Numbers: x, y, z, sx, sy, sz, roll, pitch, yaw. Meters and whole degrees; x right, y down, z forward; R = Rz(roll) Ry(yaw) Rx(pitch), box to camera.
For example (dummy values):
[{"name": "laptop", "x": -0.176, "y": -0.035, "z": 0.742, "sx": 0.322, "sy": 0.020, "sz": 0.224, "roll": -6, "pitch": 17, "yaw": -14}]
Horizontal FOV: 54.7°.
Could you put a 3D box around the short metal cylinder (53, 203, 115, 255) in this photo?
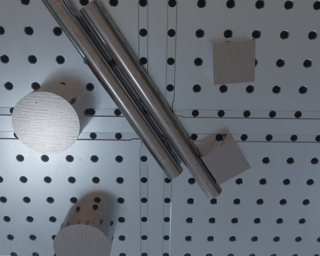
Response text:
[{"name": "short metal cylinder", "x": -0.109, "y": 0.159, "z": 0.458, "sx": 0.081, "sy": 0.050, "sz": 0.079, "roll": 0, "pitch": 110, "yaw": 0}]

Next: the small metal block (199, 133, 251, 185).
[{"name": "small metal block", "x": 0.090, "y": 0.043, "z": 0.430, "sx": 0.050, "sy": 0.025, "sz": 0.050, "roll": -31, "pitch": 107, "yaw": 11}]

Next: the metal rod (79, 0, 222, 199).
[{"name": "metal rod", "x": -0.002, "y": -0.025, "z": 0.404, "sx": 0.025, "sy": 0.025, "sz": 0.299, "roll": -31, "pitch": 108, "yaw": 11}]

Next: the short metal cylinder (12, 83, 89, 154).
[{"name": "short metal cylinder", "x": -0.136, "y": -0.013, "z": 0.394, "sx": 0.081, "sy": 0.050, "sz": 0.079, "roll": 0, "pitch": 110, "yaw": 0}]

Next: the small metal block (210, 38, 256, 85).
[{"name": "small metal block", "x": 0.089, "y": -0.082, "z": 0.384, "sx": 0.050, "sy": 0.025, "sz": 0.050, "roll": -5, "pitch": 110, "yaw": 1}]

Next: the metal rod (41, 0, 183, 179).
[{"name": "metal rod", "x": -0.059, "y": -0.054, "z": 0.392, "sx": 0.025, "sy": 0.025, "sz": 0.299, "roll": -31, "pitch": 108, "yaw": 11}]
